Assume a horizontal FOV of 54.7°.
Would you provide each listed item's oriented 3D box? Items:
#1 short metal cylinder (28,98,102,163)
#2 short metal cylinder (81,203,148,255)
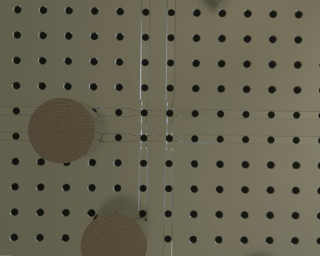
[{"bbox_3d":[-0.119,0.003,0.400,0.081,0.050,0.079,0,90,0],"label":"short metal cylinder"},{"bbox_3d":[-0.056,0.144,0.400,0.081,0.050,0.079,0,90,0],"label":"short metal cylinder"}]
